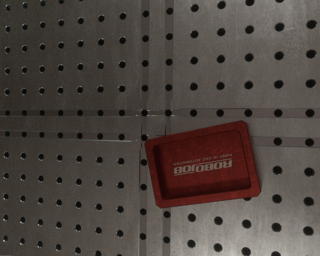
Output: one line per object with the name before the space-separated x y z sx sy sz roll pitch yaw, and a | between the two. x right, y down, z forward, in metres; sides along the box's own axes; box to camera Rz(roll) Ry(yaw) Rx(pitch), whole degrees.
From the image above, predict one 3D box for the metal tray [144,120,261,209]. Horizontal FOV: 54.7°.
metal tray | 0.052 0.047 0.390 0.130 0.030 0.089 -12 86 19
